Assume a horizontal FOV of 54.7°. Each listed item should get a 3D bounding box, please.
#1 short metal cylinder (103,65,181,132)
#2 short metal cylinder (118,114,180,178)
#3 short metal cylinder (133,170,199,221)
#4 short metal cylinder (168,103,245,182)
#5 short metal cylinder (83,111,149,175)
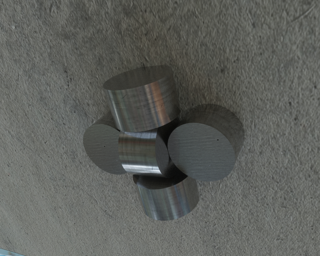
[{"bbox_3d":[-0.020,-0.036,0.362,0.080,0.080,0.050,0,118,28],"label":"short metal cylinder"},{"bbox_3d":[-0.008,0.021,0.391,0.050,0.080,0.080,1,119,28],"label":"short metal cylinder"},{"bbox_3d":[0.009,0.077,0.417,0.080,0.080,0.050,0,118,28],"label":"short metal cylinder"},{"bbox_3d":[0.056,0.017,0.373,0.080,0.050,0.079,13,124,21],"label":"short metal cylinder"},{"bbox_3d":[-0.059,0.018,0.435,0.080,0.050,0.079,13,123,20],"label":"short metal cylinder"}]
